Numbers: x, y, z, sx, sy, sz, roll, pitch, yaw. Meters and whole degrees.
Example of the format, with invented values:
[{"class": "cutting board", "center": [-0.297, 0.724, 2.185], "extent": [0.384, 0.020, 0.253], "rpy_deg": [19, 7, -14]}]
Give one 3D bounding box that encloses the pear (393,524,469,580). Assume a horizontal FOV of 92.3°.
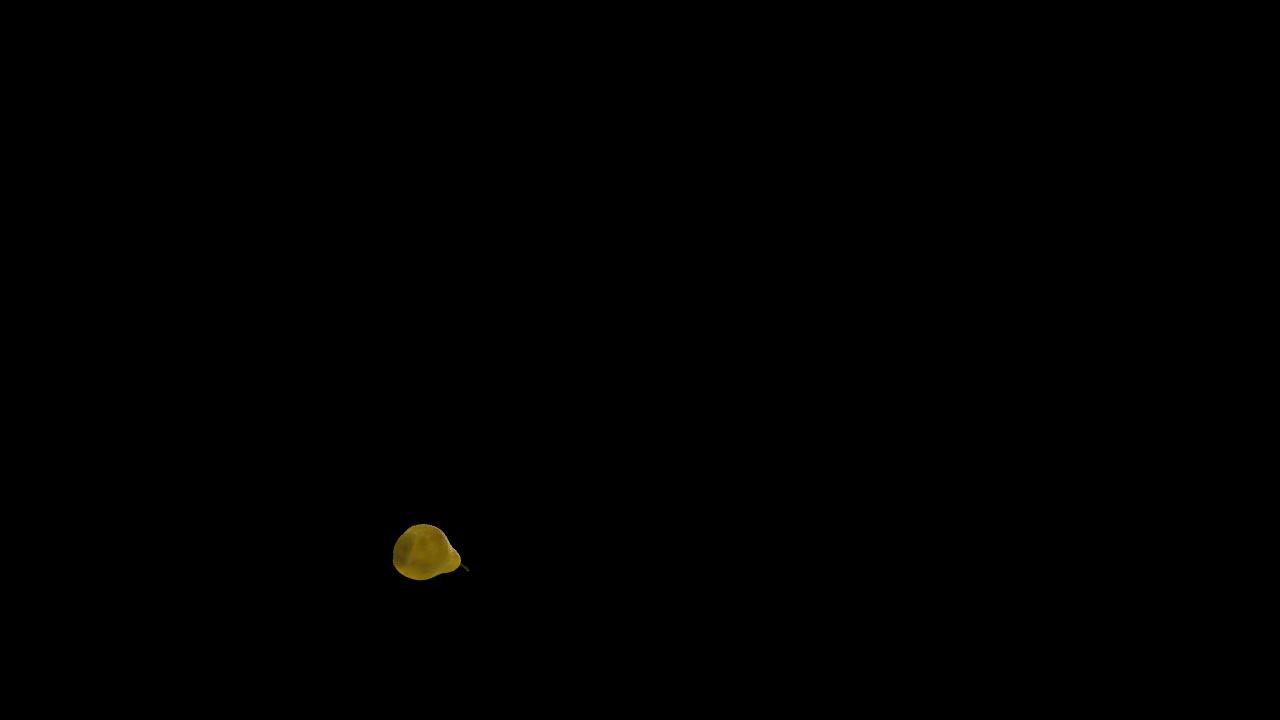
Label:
[{"class": "pear", "center": [-0.289, 0.275, 0.869], "extent": [0.080, 0.080, 0.111], "rpy_deg": [0, -24, 32]}]
